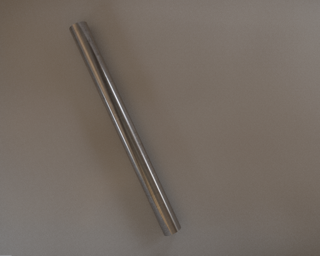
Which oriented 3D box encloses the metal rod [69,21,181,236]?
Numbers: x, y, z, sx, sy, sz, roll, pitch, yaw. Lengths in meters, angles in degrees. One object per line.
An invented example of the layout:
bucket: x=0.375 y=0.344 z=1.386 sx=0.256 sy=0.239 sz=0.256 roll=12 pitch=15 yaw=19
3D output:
metal rod: x=-0.046 y=0.001 z=0.410 sx=0.025 sy=0.025 sz=0.299 roll=-25 pitch=90 yaw=0
